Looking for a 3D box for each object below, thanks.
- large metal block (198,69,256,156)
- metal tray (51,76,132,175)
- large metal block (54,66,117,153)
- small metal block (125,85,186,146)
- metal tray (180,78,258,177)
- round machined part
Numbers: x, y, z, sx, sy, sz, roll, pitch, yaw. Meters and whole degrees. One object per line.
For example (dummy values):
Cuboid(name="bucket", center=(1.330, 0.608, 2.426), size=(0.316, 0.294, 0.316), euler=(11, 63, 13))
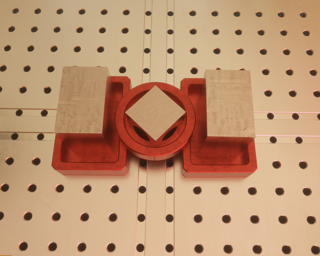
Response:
Cuboid(name="large metal block", center=(0.076, -0.015, 0.374), size=(0.050, 0.080, 0.080), euler=(1, 70, 1))
Cuboid(name="metal tray", center=(-0.086, -0.005, 0.409), size=(0.091, 0.030, 0.130), euler=(1, 70, 0))
Cuboid(name="large metal block", center=(-0.085, -0.019, 0.375), size=(0.050, 0.080, 0.080), euler=(1, 70, 0))
Cuboid(name="small metal block", center=(-0.005, -0.014, 0.374), size=(0.050, 0.025, 0.050), euler=(43, 75, 14))
Cuboid(name="metal tray", center=(0.073, -0.002, 0.409), size=(0.091, 0.030, 0.130), euler=(0, 70, 0))
Cuboid(name="round machined part", center=(-0.006, -0.006, 0.395), size=(0.099, 0.042, 0.098), euler=(0, 70, 0))
